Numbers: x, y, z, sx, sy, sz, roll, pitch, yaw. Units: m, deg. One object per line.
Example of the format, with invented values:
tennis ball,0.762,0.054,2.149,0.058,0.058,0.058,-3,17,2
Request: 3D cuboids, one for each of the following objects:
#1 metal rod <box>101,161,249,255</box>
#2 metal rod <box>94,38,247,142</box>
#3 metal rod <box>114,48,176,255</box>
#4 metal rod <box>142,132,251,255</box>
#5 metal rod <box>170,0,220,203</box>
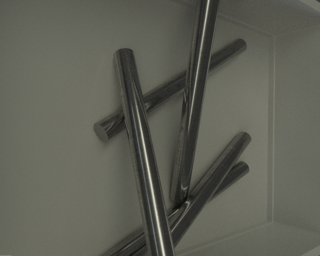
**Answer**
metal rod,0.032,0.117,0.436,0.302,0.025,0.025,-24,106,-38
metal rod,0.034,-0.067,0.437,0.302,0.025,0.025,-35,112,-35
metal rod,-0.014,0.047,0.319,0.025,0.025,0.299,7,61,-40
metal rod,0.059,0.092,0.433,0.302,0.025,0.025,-41,116,-41
metal rod,0.041,-0.039,0.374,0.025,0.025,0.298,-15,121,-39
